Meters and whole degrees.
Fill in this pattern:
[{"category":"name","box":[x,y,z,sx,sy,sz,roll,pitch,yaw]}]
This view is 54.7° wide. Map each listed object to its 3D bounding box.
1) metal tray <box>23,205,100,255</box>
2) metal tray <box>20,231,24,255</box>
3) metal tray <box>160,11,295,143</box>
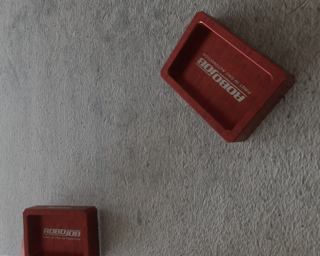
[{"category":"metal tray","box":[-0.165,0.177,0.513,0.130,0.030,0.089,-5,87,22]},{"category":"metal tray","box":[-0.230,0.244,0.592,0.090,0.030,0.129,22,104,37]},{"category":"metal tray","box":[0.068,-0.058,0.345,0.130,0.030,0.089,49,119,29]}]
